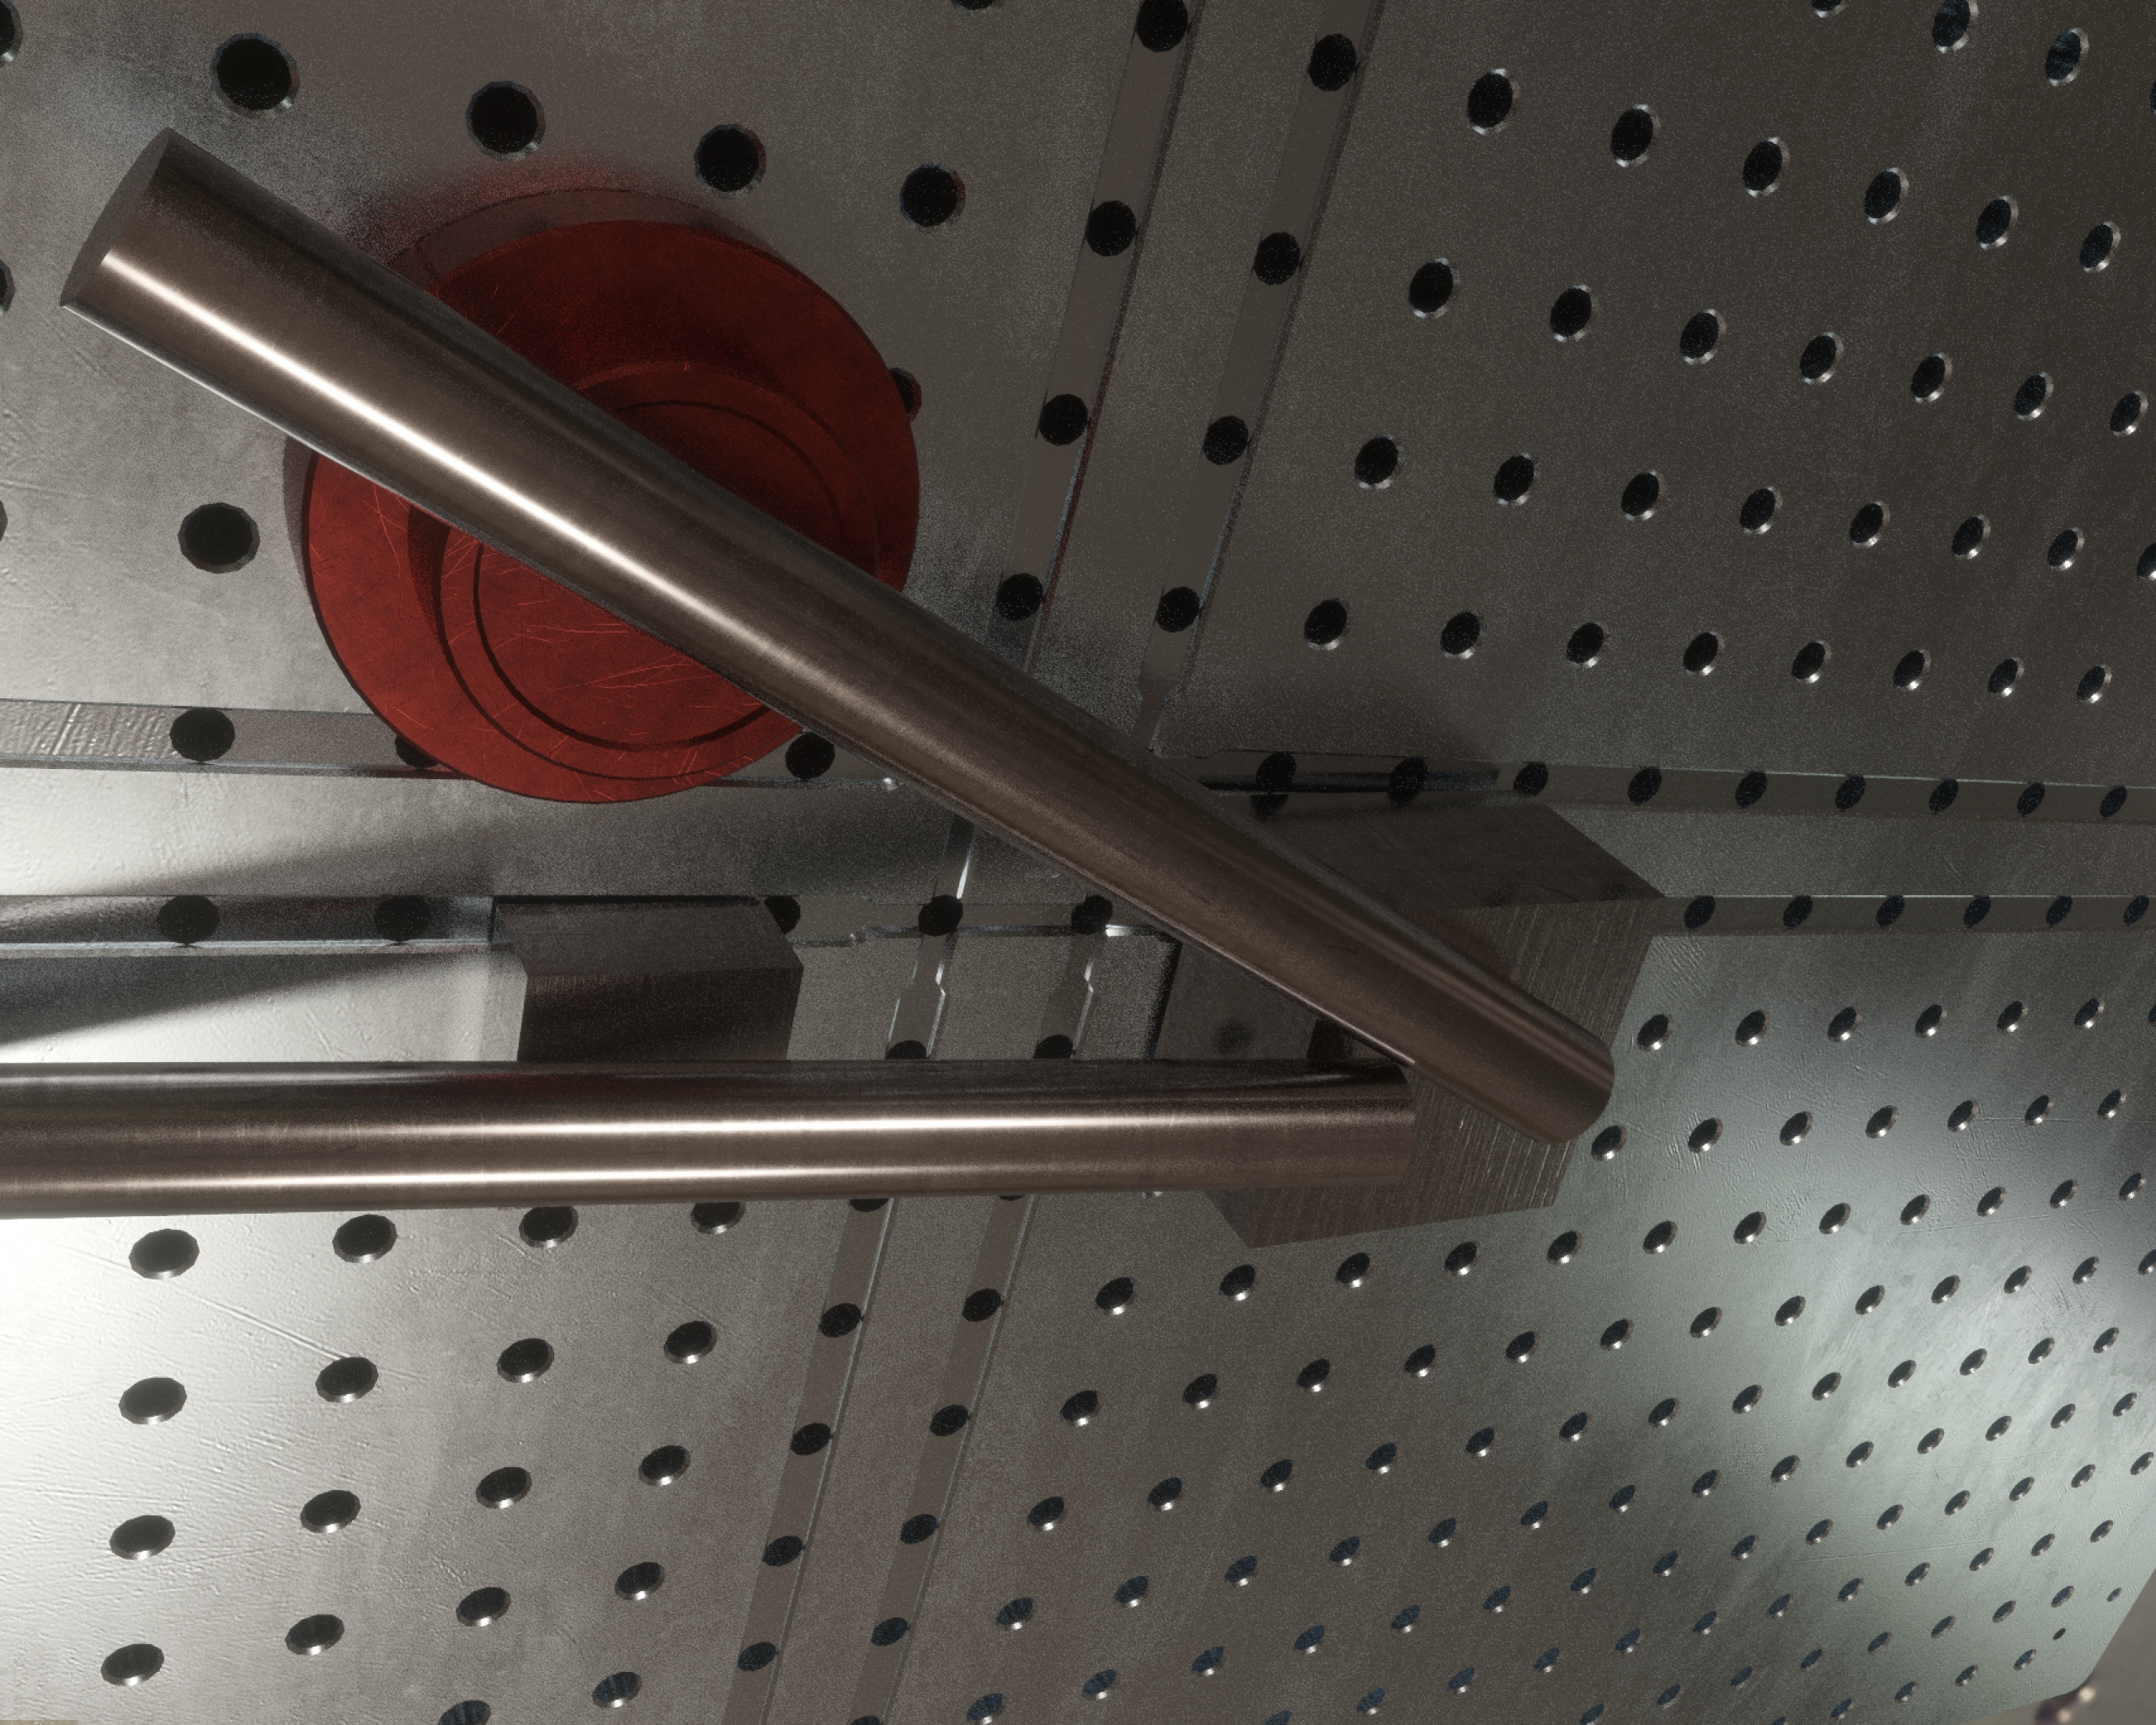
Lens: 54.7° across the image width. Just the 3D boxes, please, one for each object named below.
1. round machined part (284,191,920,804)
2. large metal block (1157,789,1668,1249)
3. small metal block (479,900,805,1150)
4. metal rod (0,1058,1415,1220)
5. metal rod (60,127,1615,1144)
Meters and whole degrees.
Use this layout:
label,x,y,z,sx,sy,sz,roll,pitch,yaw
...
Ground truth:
label,x,y,z,sx,sy,sz,roll,pitch,yaw
round machined part,-0.071,-0.052,0.330,0.099,0.042,0.097,-14,125,-21
large metal block,0.068,0.032,0.450,0.081,0.050,0.079,-2,120,-28
small metal block,-0.083,0.035,0.389,0.050,0.025,0.050,-1,119,-29
metal rod,-0.084,0.047,0.360,0.302,0.025,0.025,2,118,-18
metal rod,-0.008,-0.016,0.336,0.301,0.025,0.025,30,102,-35
